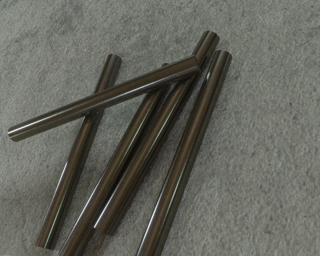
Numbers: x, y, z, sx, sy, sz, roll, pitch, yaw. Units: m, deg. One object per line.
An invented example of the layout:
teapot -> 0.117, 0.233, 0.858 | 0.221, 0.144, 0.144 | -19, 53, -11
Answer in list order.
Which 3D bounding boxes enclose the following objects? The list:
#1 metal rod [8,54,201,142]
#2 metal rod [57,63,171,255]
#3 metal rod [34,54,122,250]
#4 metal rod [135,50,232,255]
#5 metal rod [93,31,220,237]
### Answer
metal rod -> -0.089, -0.036, 0.437 | 0.301, 0.025, 0.025 | -19, 55, 16
metal rod -> -0.051, 0.041, 0.403 | 0.025, 0.025, 0.300 | 15, 69, 34
metal rod -> -0.110, 0.018, 0.448 | 0.025, 0.025, 0.300 | 1, 62, 28
metal rod -> 0.030, 0.033, 0.366 | 0.025, 0.025, 0.300 | 10, 66, 32
metal rod -> 0.003, -0.005, 0.403 | 0.025, 0.025, 0.300 | 18, 71, 35
